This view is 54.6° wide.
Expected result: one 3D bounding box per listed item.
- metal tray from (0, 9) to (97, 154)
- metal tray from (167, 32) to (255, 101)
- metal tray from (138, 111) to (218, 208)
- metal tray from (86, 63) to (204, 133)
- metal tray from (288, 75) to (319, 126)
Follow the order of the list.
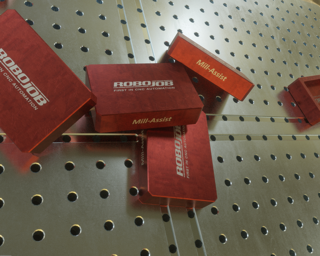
[{"bbox_3d":[-0.143,-0.048,0.327,0.090,0.030,0.130,-43,85,-5],"label":"metal tray"},{"bbox_3d":[0.075,-0.097,0.475,0.130,0.030,0.090,31,19,-9],"label":"metal tray"},{"bbox_3d":[0.020,0.031,0.396,0.091,0.030,0.130,11,57,-22],"label":"metal tray"},{"bbox_3d":[-0.022,-0.042,0.391,0.131,0.030,0.090,-5,50,-19],"label":"metal tray"},{"bbox_3d":[0.323,-0.060,0.613,0.131,0.030,0.090,-12,68,-33],"label":"metal tray"}]
